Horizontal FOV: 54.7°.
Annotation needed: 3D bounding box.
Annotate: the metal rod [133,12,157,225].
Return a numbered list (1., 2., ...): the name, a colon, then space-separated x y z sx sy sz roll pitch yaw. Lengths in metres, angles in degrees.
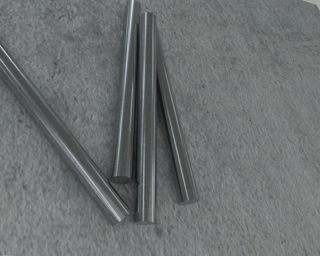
1. metal rod: -0.017 -0.031 0.400 0.025 0.025 0.299 12 61 -23

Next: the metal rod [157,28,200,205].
1. metal rod: 0.008 -0.043 0.435 0.025 0.025 0.299 3 61 -27

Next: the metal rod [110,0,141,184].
1. metal rod: -0.043 -0.069 0.423 0.025 0.025 0.299 14 56 -21

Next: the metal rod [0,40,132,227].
1. metal rod: -0.133 -0.020 0.344 0.025 0.025 0.300 -33 81 -38
